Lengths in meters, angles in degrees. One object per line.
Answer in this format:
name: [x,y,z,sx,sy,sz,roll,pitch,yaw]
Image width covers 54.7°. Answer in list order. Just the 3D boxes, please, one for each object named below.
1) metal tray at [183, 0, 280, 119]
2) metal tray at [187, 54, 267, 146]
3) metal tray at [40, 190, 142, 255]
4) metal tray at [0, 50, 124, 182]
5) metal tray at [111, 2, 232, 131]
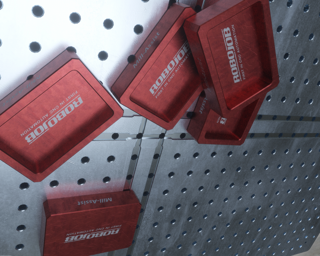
metal tray: [0.090,-0.085,0.366,0.090,0.030,0.130,-32,129,-8]
metal tray: [0.102,-0.039,0.441,0.091,0.030,0.129,4,116,-31]
metal tray: [-0.098,0.140,0.442,0.131,0.030,0.089,-1,119,-29]
metal tray: [-0.117,-0.010,0.338,0.130,0.030,0.090,-39,130,-2]
metal tray: [0.015,-0.070,0.374,0.090,0.030,0.130,30,101,-38]
